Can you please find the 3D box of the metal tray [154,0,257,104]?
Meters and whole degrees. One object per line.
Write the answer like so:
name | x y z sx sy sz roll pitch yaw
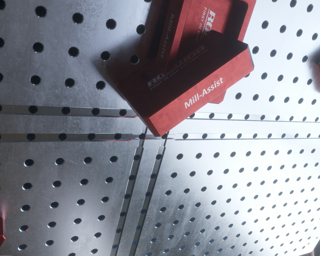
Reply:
metal tray | 0.048 -0.097 0.357 0.091 0.030 0.129 4 112 -28

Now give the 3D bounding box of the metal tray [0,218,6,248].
metal tray | -0.256 0.159 0.366 0.090 0.030 0.130 24 105 -37

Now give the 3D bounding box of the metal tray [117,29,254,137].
metal tray | 0.025 -0.057 0.346 0.130 0.090 0.030 -36 129 -5
